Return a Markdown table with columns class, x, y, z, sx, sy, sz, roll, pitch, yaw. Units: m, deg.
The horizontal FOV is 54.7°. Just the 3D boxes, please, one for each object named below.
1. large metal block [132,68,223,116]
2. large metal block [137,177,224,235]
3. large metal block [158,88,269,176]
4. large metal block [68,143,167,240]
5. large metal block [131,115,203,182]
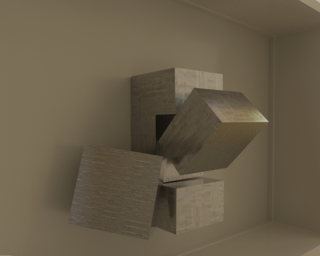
| class | x | y | z | sx | sy | sz | roll | pitch | yaw |
| --- | --- | --- | --- | --- | --- | --- | --- | --- | --- |
| large metal block | 0.021 | -0.041 | 0.387 | 0.081 | 0.080 | 0.050 | -2 | 91 | -40 |
| large metal block | 0.022 | 0.090 | 0.389 | 0.081 | 0.080 | 0.050 | 0 | 90 | -40 |
| large metal block | 0.058 | 0.004 | 0.347 | 0.081 | 0.079 | 0.050 | -1 | 46 | -40 |
| large metal block | -0.041 | 0.064 | 0.326 | 0.050 | 0.080 | 0.080 | 56 | 44 | -79 |
| large metal block | 0.010 | 0.024 | 0.401 | 0.081 | 0.050 | 0.079 | -1 | 91 | -40 |
